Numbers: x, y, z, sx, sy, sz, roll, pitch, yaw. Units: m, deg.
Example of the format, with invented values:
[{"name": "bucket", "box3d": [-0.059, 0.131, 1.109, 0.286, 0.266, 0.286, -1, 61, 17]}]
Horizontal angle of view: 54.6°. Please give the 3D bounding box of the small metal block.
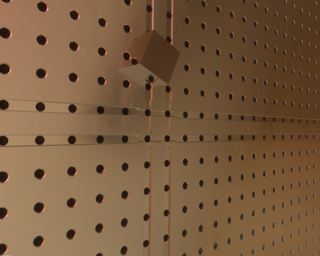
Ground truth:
[{"name": "small metal block", "box3d": [-0.006, -0.089, 0.403, 0.050, 0.025, 0.050, 32, 71, -36]}]
